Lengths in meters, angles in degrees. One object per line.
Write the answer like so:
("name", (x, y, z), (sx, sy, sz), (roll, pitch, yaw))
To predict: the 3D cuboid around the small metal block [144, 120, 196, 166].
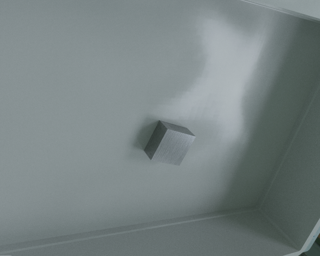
("small metal block", (0.014, 0.022, 0.431), (0.050, 0.025, 0.050), (15, 110, -35))
